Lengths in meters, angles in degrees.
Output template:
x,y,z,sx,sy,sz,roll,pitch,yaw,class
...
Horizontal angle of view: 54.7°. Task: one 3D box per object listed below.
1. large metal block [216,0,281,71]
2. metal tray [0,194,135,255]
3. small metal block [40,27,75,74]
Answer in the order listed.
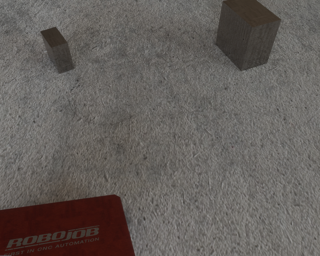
x,y,z,sx,sy,sz,roll,pitch,yaw,class
0.137,-0.152,0.496,0.050,0.080,0.080,-19,53,-15,large metal block
-0.094,0.110,0.278,0.131,0.030,0.090,-4,35,-18,metal tray
-0.161,-0.122,0.489,0.025,0.050,0.050,-26,55,-20,small metal block
